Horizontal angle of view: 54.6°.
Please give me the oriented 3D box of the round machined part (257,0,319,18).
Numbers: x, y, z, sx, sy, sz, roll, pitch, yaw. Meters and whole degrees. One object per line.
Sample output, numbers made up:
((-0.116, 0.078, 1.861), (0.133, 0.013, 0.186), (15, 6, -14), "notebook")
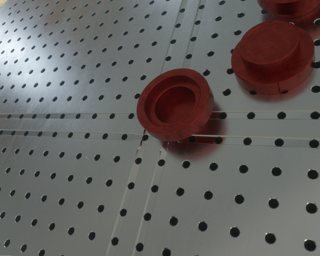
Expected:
((0.181, -0.189, 0.418), (0.098, 0.042, 0.098), (-13, 56, 21), "round machined part")

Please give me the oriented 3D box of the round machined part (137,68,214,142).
((0.023, -0.026, 0.402), (0.098, 0.042, 0.098), (-13, 56, 21), "round machined part")

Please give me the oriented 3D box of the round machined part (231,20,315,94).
((0.137, -0.093, 0.383), (0.098, 0.042, 0.098), (-13, 56, 21), "round machined part")
